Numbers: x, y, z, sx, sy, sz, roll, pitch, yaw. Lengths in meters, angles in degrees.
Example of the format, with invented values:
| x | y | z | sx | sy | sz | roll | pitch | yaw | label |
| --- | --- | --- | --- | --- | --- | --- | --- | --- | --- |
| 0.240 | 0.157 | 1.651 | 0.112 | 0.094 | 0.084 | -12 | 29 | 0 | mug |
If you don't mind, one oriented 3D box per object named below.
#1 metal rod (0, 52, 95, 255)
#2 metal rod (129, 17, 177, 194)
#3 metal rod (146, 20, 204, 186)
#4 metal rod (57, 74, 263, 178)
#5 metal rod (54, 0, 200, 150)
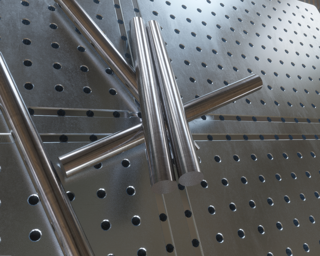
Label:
| x | y | z | sx | sy | sz | roll | pitch | yaw | label |
| --- | --- | --- | --- | --- | --- | --- | --- | --- | --- |
| -0.120 | 0.044 | 0.316 | 0.025 | 0.025 | 0.299 | -19 | 72 | -36 | metal rod |
| -0.016 | -0.054 | 0.393 | 0.025 | 0.025 | 0.300 | 11 | 44 | -23 | metal rod |
| 0.009 | -0.058 | 0.402 | 0.025 | 0.025 | 0.300 | 12 | 42 | -22 | metal rod |
| 0.020 | -0.013 | 0.395 | 0.302 | 0.025 | 0.025 | -24 | 75 | -26 | metal rod |
| -0.051 | -0.080 | 0.430 | 0.025 | 0.025 | 0.300 | -34 | 81 | -38 | metal rod |
